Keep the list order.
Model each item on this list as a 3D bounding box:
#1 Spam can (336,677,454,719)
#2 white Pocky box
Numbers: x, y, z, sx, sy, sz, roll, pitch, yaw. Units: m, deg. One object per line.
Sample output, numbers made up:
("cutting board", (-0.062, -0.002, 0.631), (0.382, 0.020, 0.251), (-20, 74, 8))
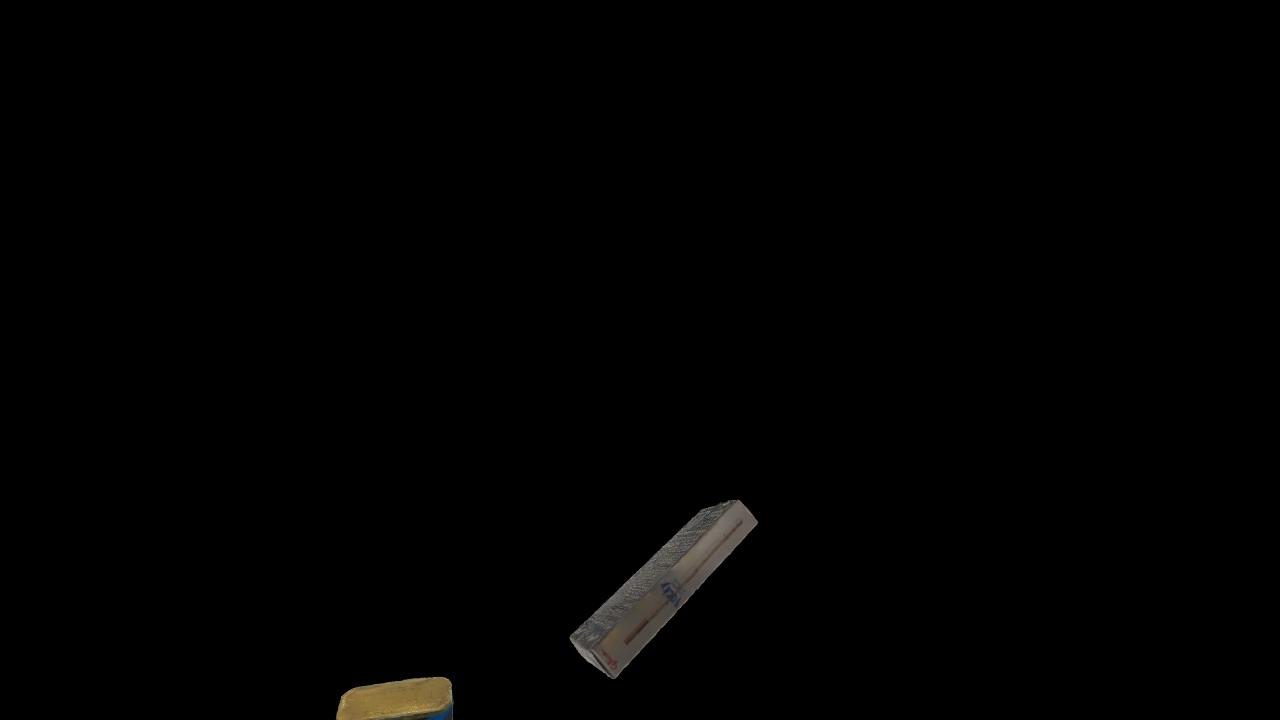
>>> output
("Spam can", (-0.221, 0.345, 0.557), (0.101, 0.085, 0.058), (0, 8, -18))
("white Pocky box", (0.018, 0.169, 0.471), (0.154, 0.028, 0.084), (-38, -4, -24))
